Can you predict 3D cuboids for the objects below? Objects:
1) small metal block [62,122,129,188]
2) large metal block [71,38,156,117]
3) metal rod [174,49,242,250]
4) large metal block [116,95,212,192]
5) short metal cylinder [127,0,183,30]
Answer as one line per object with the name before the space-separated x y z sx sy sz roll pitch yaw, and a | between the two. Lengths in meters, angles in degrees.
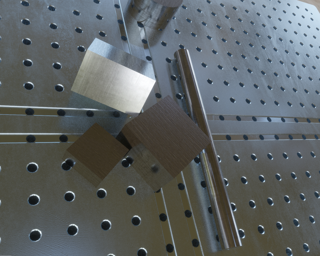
small metal block | -0.072 0.030 0.352 0.050 0.025 0.050 40 51 -1
large metal block | -0.055 -0.064 0.380 0.080 0.050 0.080 23 21 -15
metal rod | 0.060 0.011 0.435 0.025 0.025 0.299 4 60 -27
large metal block | 0.003 0.018 0.384 0.080 0.050 0.080 48 51 5
short metal cylinder | -0.008 -0.213 0.519 0.081 0.050 0.080 14 56 -21
